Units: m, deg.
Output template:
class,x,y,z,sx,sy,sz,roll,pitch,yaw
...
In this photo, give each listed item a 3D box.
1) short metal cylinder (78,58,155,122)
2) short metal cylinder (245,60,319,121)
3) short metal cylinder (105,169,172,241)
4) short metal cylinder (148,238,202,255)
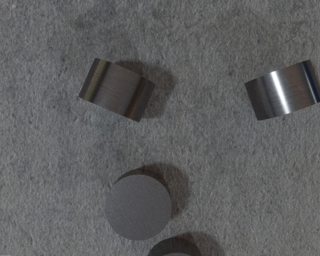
class,x,y,z,sx,sy,sz,roll,pitch,yaw
short metal cylinder,-0.053,-0.045,0.382,0.080,0.080,0.050,23,90,-1
short metal cylinder,0.152,-0.046,0.385,0.080,0.080,0.050,-20,90,0
short metal cylinder,-0.026,0.096,0.397,0.081,0.050,0.079,0,90,-1
short metal cylinder,0.020,0.190,0.398,0.081,0.050,0.079,0,90,-1
